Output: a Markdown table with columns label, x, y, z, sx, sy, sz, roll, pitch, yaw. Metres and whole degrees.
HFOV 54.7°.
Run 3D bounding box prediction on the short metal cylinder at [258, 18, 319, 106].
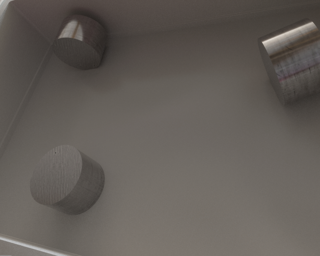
| label | x | y | z | sx | sy | sz | roll | pitch | yaw |
| --- | --- | --- | --- | --- | --- | --- | --- | --- | --- |
| short metal cylinder | 0.146 | -0.071 | 0.337 | 0.050 | 0.080 | 0.080 | -21 | 54 | 15 |

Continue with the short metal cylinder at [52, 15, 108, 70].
| label | x | y | z | sx | sy | sz | roll | pitch | yaw |
| --- | --- | --- | --- | --- | --- | --- | --- | --- | --- |
| short metal cylinder | -0.135 | -0.144 | 0.527 | 0.080 | 0.080 | 0.050 | -3 | 61 | 26 |

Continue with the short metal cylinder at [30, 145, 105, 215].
| label | x | y | z | sx | sy | sz | roll | pitch | yaw |
| --- | --- | --- | --- | --- | --- | --- | --- | --- | --- |
| short metal cylinder | -0.121 | 0.069 | 0.409 | 0.080 | 0.050 | 0.080 | -13 | 56 | 20 |
